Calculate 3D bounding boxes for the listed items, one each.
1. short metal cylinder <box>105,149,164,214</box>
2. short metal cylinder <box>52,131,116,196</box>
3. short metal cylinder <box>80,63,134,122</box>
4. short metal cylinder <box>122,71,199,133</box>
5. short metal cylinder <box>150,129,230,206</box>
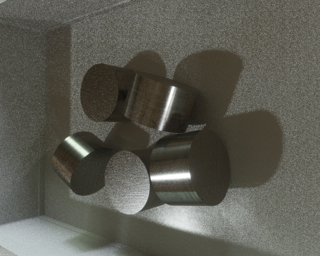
[{"bbox_3d":[-0.027,0.068,0.408,0.080,0.050,0.079,0,90,39],"label":"short metal cylinder"},{"bbox_3d":[-0.109,0.052,0.455,0.050,0.081,0.079,34,111,34],"label":"short metal cylinder"},{"bbox_3d":[-0.068,-0.048,0.442,0.080,0.050,0.079,0,90,39],"label":"short metal cylinder"},{"bbox_3d":[0.001,-0.032,0.368,0.080,0.081,0.050,27,107,36],"label":"short metal cylinder"},{"bbox_3d":[0.034,0.044,0.339,0.050,0.081,0.080,-12,83,39],"label":"short metal cylinder"}]
